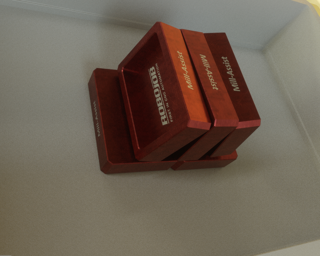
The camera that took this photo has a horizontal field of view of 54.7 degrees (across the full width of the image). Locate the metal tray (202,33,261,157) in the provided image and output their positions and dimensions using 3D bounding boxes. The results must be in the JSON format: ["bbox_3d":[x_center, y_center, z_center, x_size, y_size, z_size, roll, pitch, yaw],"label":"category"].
[{"bbox_3d":[0.070,-0.040,0.382,0.030,0.090,0.130,-7,65,-15],"label":"metal tray"}]

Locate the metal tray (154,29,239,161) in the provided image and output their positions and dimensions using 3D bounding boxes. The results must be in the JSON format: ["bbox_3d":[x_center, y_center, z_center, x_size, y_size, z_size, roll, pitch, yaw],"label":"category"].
[{"bbox_3d":[0.034,-0.038,0.362,0.030,0.090,0.130,0,60,-28],"label":"metal tray"}]

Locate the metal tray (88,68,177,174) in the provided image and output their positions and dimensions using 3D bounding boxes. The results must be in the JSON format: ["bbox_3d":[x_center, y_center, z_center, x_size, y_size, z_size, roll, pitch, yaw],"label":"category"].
[{"bbox_3d":[-0.035,-0.011,0.387,0.091,0.030,0.130,0,62,-28],"label":"metal tray"}]

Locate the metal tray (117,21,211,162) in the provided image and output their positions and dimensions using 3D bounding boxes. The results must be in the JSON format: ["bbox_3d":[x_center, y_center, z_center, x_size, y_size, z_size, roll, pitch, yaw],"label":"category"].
[{"bbox_3d":[-0.002,-0.038,0.342,0.030,0.090,0.130,8,57,-39],"label":"metal tray"}]

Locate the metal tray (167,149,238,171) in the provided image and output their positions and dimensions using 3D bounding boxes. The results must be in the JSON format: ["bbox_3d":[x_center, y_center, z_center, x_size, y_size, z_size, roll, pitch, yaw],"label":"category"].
[{"bbox_3d":[0.046,-0.009,0.430,0.091,0.030,0.130,0,62,-28],"label":"metal tray"}]
